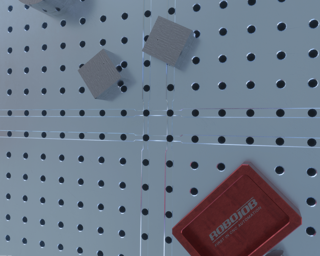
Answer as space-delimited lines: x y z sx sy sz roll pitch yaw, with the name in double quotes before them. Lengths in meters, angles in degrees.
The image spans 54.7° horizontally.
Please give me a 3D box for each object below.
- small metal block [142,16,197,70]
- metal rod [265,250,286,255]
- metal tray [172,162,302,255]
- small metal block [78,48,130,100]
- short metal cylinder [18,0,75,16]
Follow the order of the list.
"small metal block" 0.012 -0.112 0.408 0.050 0.025 0.050 30 100 17
"metal rod" 0.198 0.283 0.342 0.025 0.025 0.299 -28 81 18
"metal tray" 0.090 0.116 0.377 0.130 0.030 0.090 -46 76 14
"small metal block" -0.080 -0.075 0.441 0.050 0.025 0.050 -35 79 16
"short metal cylinder" -0.170 -0.214 0.459 0.080 0.050 0.080 0 90 20
